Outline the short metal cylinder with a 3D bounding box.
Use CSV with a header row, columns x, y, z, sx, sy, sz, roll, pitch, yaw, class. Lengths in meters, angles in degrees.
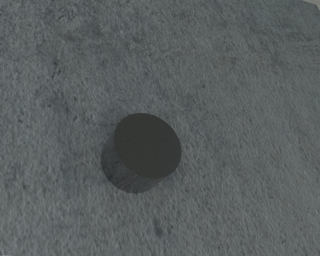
x,y,z,sx,sy,sz,roll,pitch,yaw,class
-0.022,0.029,0.359,0.081,0.050,0.080,14,56,-21,short metal cylinder
